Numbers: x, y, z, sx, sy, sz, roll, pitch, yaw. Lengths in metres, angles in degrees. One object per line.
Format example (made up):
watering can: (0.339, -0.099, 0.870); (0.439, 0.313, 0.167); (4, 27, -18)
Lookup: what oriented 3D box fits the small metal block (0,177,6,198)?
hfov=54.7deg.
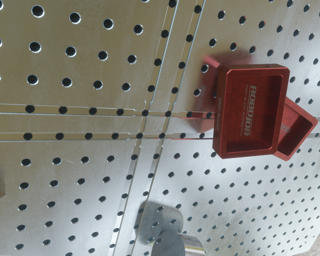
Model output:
small metal block: (-0.208, 0.065, 0.338); (0.050, 0.025, 0.050); (-32, 129, -8)

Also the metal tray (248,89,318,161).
metal tray: (0.198, -0.002, 0.517); (0.131, 0.030, 0.090); (23, 106, -37)

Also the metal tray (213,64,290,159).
metal tray: (0.126, -0.023, 0.439); (0.091, 0.030, 0.129); (-4, 113, -11)

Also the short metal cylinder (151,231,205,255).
short metal cylinder: (0.030, 0.222, 0.532); (0.050, 0.080, 0.080); (26, 104, -38)
